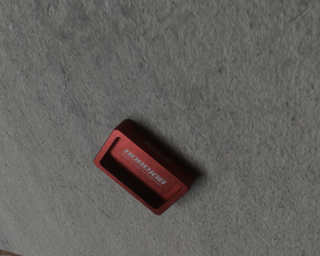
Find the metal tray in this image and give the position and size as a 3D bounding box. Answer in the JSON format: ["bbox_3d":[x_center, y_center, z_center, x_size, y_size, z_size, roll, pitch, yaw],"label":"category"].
[{"bbox_3d":[-0.025,0.060,0.451,0.130,0.030,0.089,39,129,1],"label":"metal tray"}]
